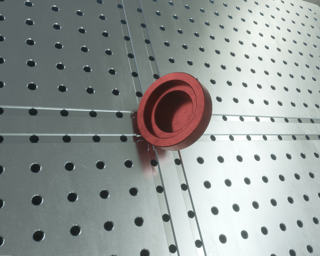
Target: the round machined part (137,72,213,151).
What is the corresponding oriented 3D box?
[{"bbox_3d":[0.022,-0.018,0.396,0.042,0.098,0.098,28,44,-52],"label":"round machined part"}]
